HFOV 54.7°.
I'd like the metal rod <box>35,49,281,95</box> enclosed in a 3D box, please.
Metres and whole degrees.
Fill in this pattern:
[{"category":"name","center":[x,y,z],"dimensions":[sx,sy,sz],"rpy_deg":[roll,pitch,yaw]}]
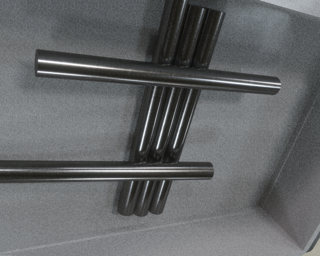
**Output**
[{"category":"metal rod","center":[0.022,-0.058,0.350],"dimensions":[0.303,0.025,0.025],"rpy_deg":[0,118,-28]}]

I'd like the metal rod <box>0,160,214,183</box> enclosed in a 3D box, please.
[{"category":"metal rod","center":[-0.071,0.053,0.377],"dimensions":[0.302,0.025,0.025],"rpy_deg":[3,117,-22]}]

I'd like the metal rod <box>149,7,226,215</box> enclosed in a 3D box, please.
[{"category":"metal rod","center":[0.028,-0.005,0.418],"dimensions":[0.025,0.025,0.298],"rpy_deg":[1,118,-29]}]

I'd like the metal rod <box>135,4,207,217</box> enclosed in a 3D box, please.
[{"category":"metal rod","center":[0.005,-0.005,0.407],"dimensions":[0.025,0.025,0.298],"rpy_deg":[1,118,-29]}]

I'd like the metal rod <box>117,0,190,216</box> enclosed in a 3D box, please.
[{"category":"metal rod","center":[-0.015,-0.010,0.393],"dimensions":[0.025,0.025,0.298],"rpy_deg":[0,118,-29]}]
